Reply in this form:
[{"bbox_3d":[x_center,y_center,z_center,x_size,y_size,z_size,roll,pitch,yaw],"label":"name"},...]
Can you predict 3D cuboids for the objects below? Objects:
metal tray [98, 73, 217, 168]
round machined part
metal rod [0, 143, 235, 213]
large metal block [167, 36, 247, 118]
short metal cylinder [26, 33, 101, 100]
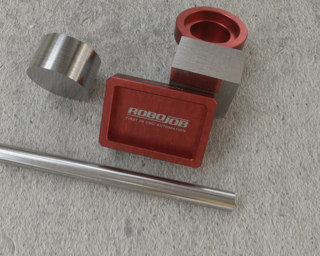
[{"bbox_3d":[-0.004,-0.009,0.382,0.131,0.030,0.089,13,109,4],"label":"metal tray"},{"bbox_3d":[0.068,-0.126,0.436,0.099,0.042,0.098,4,51,-5],"label":"round machined part"},{"bbox_3d":[-0.060,0.061,0.385,0.302,0.025,0.025,11,70,3],"label":"metal rod"},{"bbox_3d":[0.057,-0.063,0.399,0.080,0.080,0.050,15,63,5],"label":"large metal block"},{"bbox_3d":[-0.124,-0.078,0.406,0.080,0.080,0.050,15,71,5],"label":"short metal cylinder"}]
